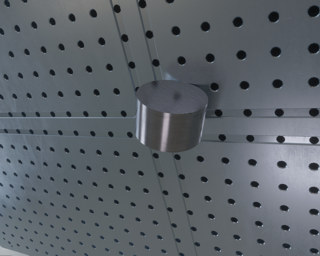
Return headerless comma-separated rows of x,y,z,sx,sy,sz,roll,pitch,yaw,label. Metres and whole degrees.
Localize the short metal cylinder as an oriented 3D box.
0.012,-0.016,0.360,0.080,0.080,0.050,18,125,18,short metal cylinder
